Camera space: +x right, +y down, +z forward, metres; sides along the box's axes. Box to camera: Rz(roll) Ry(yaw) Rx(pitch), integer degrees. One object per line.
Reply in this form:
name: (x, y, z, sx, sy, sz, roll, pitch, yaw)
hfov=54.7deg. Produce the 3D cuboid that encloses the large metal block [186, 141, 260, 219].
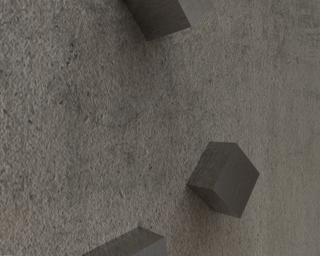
large metal block: (0.098, 0.077, 0.471, 0.080, 0.050, 0.080, 47, 62, -30)

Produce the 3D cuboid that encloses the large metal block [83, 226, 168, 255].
large metal block: (-0.035, 0.173, 0.360, 0.081, 0.050, 0.079, -14, 99, -39)

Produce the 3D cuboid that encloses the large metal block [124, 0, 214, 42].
large metal block: (0.004, -0.160, 0.372, 0.050, 0.080, 0.080, -48, 119, -29)
